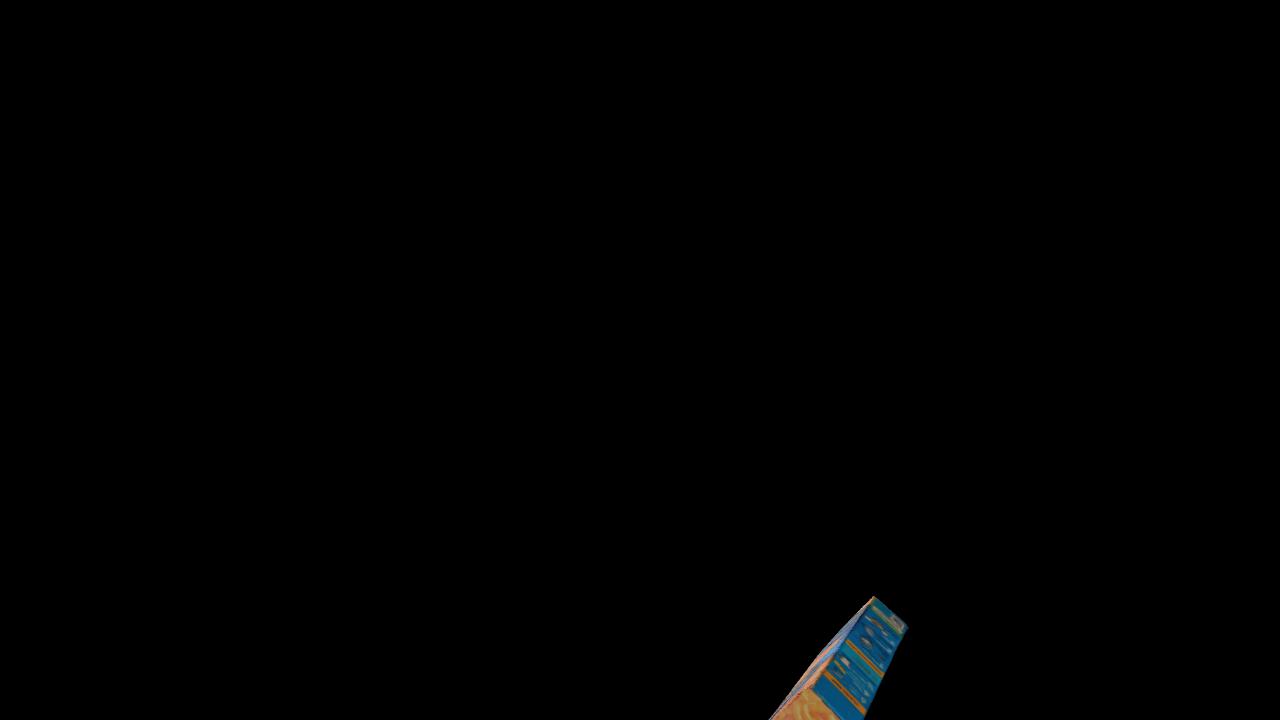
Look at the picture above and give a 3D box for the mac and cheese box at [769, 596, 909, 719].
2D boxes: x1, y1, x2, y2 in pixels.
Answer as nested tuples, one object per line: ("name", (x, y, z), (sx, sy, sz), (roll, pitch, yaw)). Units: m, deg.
("mac and cheese box", (0.139, 0.244, 0.452), (0.041, 0.093, 0.184), (43, 20, 26))
